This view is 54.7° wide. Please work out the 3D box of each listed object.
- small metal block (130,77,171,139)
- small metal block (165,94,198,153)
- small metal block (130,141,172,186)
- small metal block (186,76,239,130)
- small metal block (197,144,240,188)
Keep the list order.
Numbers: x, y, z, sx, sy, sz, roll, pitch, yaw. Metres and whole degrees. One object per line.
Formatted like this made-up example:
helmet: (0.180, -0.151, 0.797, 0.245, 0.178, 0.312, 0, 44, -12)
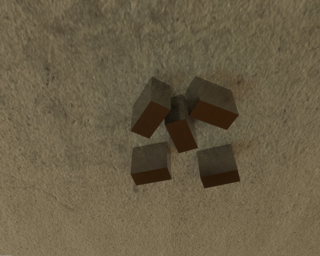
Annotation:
small metal block: (-0.011, -0.024, 0.370, 0.025, 0.050, 0.050, 24, 126, -19)
small metal block: (0.026, -0.006, 0.387, 0.025, 0.050, 0.050, -17, 128, 13)
small metal block: (-0.012, 0.049, 0.432, 0.050, 0.050, 0.025, -11, 129, 9)
small metal block: (0.060, -0.030, 0.366, 0.050, 0.050, 0.025, 19, 128, -16)
small metal block: (0.082, 0.053, 0.438, 0.050, 0.050, 0.025, -14, 129, 11)
